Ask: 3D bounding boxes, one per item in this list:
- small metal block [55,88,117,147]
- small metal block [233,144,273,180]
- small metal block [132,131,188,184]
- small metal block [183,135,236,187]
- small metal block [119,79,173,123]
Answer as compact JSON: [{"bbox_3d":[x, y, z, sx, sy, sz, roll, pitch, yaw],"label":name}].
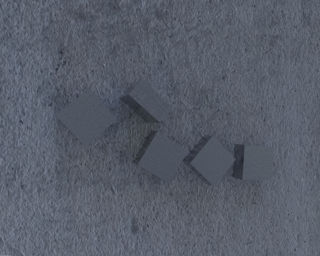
[{"bbox_3d":[-0.090,-0.012,0.376,0.050,0.025,0.050,-44,104,-15],"label":"small metal block"},{"bbox_3d":[0.138,0.051,0.460,0.050,0.025,0.050,4,89,-20],"label":"small metal block"},{"bbox_3d":[0.000,0.038,0.409,0.050,0.025,0.050,34,79,-17],"label":"small metal block"},{"bbox_3d":[0.069,0.045,0.434,0.050,0.025,0.050,45,76,-15],"label":"small metal block"},{"bbox_3d":[-0.019,-0.032,0.389,0.050,0.050,0.025,42,77,-16],"label":"small metal block"}]
